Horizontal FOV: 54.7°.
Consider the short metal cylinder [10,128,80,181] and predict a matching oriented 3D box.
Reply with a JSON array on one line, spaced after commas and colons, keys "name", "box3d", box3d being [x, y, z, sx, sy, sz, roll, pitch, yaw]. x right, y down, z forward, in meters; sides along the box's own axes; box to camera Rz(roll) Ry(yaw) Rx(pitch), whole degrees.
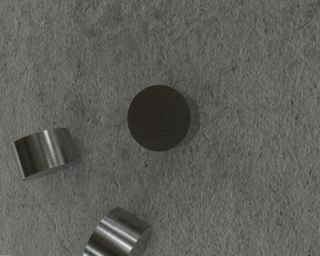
[{"name": "short metal cylinder", "box3d": [-0.160, 0.037, 0.436, 0.080, 0.080, 0.050, -23, 83, 18]}]

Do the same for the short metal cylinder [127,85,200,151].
[{"name": "short metal cylinder", "box3d": [0.006, -0.012, 0.393, 0.080, 0.050, 0.080, 0, 90, 20]}]

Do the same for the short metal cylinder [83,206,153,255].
[{"name": "short metal cylinder", "box3d": [-0.052, 0.149, 0.398, 0.050, 0.080, 0.080, 26, 99, 18]}]
